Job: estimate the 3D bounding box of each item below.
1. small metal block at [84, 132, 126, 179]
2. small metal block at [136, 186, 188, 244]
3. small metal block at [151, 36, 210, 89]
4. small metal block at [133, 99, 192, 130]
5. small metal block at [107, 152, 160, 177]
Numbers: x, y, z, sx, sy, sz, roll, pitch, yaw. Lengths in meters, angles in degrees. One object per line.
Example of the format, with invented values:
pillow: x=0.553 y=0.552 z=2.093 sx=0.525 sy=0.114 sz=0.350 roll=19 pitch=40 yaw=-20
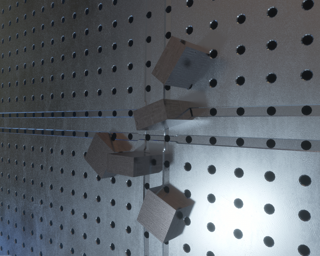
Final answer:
small metal block: x=-0.085 y=0.041 z=0.477 sx=0.050 sy=0.025 sz=0.050 roll=41 pitch=115 yaw=32
small metal block: x=0.002 y=0.112 z=0.406 sx=0.050 sy=0.025 sz=0.050 roll=31 pitch=109 yaw=35
small metal block: x=0.025 y=-0.077 z=0.371 sx=0.025 sy=0.050 sz=0.050 roll=45 pitch=117 yaw=30
small metal block: x=0.003 y=-0.016 z=0.388 sx=0.050 sy=0.050 sz=0.025 roll=-19 pitch=78 yaw=38
small metal block: x=-0.036 y=0.048 z=0.421 sx=0.050 sy=0.050 sz=0.025 roll=3 pitch=92 yaw=39
